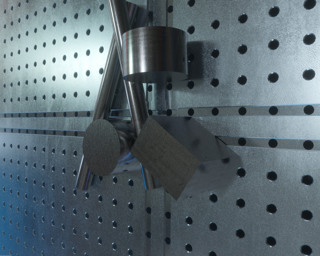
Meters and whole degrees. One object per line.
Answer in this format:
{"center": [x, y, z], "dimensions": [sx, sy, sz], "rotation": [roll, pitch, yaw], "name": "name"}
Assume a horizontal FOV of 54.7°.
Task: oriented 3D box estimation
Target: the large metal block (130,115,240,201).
{"center": [0.028, 0.029, 0.350], "dimensions": [0.080, 0.081, 0.050], "rotation": [42, 116, 31], "name": "large metal block"}

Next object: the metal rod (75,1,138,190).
{"center": [-0.086, -0.041, 0.480], "dimensions": [0.025, 0.025, 0.298], "rotation": [27, 107, 36], "name": "metal rod"}

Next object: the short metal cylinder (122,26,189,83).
{"center": [-0.006, -0.086, 0.378], "dimensions": [0.080, 0.081, 0.050], "rotation": [-3, 88, 40], "name": "short metal cylinder"}

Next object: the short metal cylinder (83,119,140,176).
{"center": [-0.067, 0.027, 0.448], "dimensions": [0.080, 0.050, 0.079], "rotation": [0, 90, 40], "name": "short metal cylinder"}

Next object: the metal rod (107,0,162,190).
{"center": [-0.037, -0.066, 0.420], "dimensions": [0.025, 0.025, 0.298], "rotation": [-13, 88, 39], "name": "metal rod"}
